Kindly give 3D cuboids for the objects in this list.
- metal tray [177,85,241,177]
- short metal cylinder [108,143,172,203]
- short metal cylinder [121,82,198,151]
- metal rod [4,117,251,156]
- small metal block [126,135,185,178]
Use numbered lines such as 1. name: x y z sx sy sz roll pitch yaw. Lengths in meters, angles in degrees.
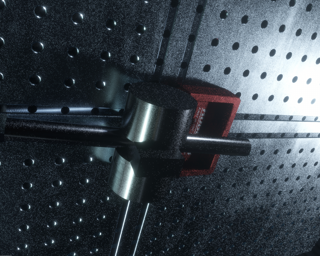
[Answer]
1. metal tray: 0.052 0.008 0.441 0.091 0.030 0.129 1 118 -29
2. short metal cylinder: -0.022 0.050 0.394 0.081 0.080 0.050 1 118 -29
3. short metal cylinder: -0.002 -0.016 0.363 0.081 0.080 0.050 1 118 -29
4. metal rod: -0.021 0.014 0.378 0.302 0.025 0.025 5 116 -21
5. small metal block: -0.006 0.031 0.349 0.050 0.050 0.025 5 116 -21
